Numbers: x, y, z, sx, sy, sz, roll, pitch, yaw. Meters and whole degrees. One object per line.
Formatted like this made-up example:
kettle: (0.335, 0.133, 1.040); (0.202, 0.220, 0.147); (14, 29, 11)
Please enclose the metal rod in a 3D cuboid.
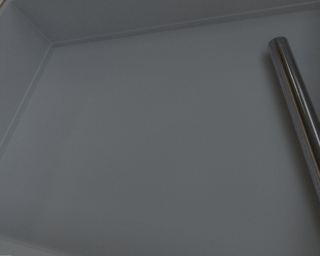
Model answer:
metal rod: (0.156, 0.020, 0.311); (0.025, 0.025, 0.299); (-16, 55, 19)
